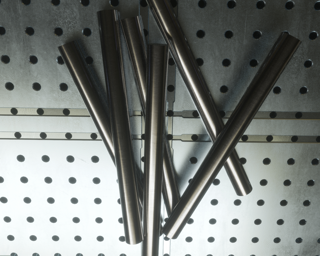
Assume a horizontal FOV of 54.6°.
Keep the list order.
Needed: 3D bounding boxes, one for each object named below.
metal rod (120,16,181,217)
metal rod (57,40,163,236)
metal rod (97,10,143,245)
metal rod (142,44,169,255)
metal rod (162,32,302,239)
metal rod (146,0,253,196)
[{"bbox_3d":[-0.004,0.007,0.415,0.025,0.025,0.298,-11,110,4],"label":"metal rod"},{"bbox_3d":[-0.059,0.029,0.423,0.025,0.025,0.299,-20,109,7],"label":"metal rod"},{"bbox_3d":[-0.048,0.009,0.395,0.025,0.025,0.298,-5,102,2],"label":"metal rod"},{"bbox_3d":[-0.008,0.045,0.402,0.025,0.025,0.298,2,110,-1],"label":"metal rod"},{"bbox_3d":[0.081,0.023,0.394,0.025,0.025,0.298,25,108,-9],"label":"metal rod"},{"bbox_3d":[0.056,-0.036,0.400,0.025,0.025,0.299,-25,108,9],"label":"metal rod"}]
